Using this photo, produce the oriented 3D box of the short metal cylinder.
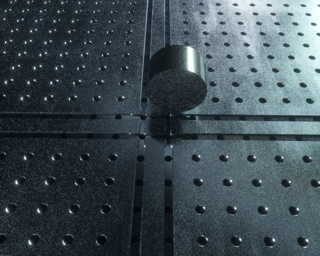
[{"bbox_3d":[0.023,-0.067,0.428,0.081,0.080,0.050,2,50,1],"label":"short metal cylinder"}]
